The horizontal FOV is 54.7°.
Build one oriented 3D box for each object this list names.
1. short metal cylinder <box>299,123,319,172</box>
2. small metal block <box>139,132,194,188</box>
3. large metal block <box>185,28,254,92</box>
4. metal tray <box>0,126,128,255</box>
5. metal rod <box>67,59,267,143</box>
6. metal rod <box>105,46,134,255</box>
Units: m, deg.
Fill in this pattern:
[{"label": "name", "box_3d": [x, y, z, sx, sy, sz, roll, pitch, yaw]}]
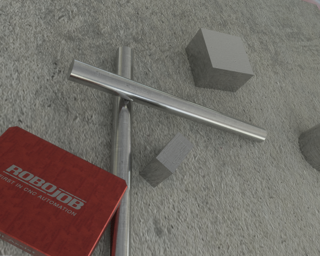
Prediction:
[{"label": "short metal cylinder", "box_3d": [0.287, 0.030, 0.527, 0.081, 0.050, 0.080, 14, 56, -21]}, {"label": "small metal block", "box_3d": [0.008, 0.038, 0.370, 0.025, 0.050, 0.050, 43, 51, 1]}, {"label": "large metal block", "box_3d": [0.096, -0.110, 0.509, 0.081, 0.050, 0.080, 4, 60, -27]}, {"label": "metal tray", "box_3d": [-0.108, 0.063, 0.288, 0.130, 0.030, 0.090, 26, 51, 3]}, {"label": "metal rod", "box_3d": [0.029, -0.027, 0.415, 0.302, 0.025, 0.025, 17, 55, -27]}, {"label": "metal rod", "box_3d": [-0.045, 0.021, 0.367, 0.025, 0.025, 0.299, 12, 57, -22]}]
